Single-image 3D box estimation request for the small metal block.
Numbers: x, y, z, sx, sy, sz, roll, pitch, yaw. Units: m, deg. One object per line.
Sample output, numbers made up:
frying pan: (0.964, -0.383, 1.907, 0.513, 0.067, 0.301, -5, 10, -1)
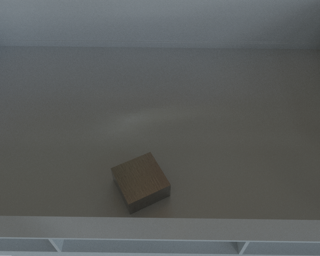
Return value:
small metal block: (-0.022, 0.062, 0.353, 0.050, 0.025, 0.050, -22, 53, -17)
